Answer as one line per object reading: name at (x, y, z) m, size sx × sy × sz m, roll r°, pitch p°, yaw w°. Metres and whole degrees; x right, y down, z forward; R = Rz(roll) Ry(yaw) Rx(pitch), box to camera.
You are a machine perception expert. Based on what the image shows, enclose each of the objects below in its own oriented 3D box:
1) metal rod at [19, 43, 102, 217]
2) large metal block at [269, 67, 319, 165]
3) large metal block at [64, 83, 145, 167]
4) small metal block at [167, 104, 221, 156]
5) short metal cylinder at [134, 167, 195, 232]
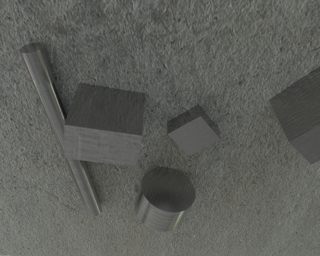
metal rod at (-0.124, 0.027, 0.428) m, size 0.025 × 0.025 × 0.298 m, roll -4°, pitch 130°, yaw 3°
large metal block at (0.185, -0.018, 0.358) m, size 0.080 × 0.080 × 0.050 m, roll -37°, pitch 121°, yaw 27°
large metal block at (-0.063, -0.005, 0.366) m, size 0.081 × 0.080 × 0.050 m, roll 8°, pitch 130°, yaw -7°
small metal block at (0.045, 0.004, 0.411) m, size 0.050 × 0.025 × 0.050 m, roll -30°, pitch 124°, yaw 23°
short metal cylinder at (0.006, 0.105, 0.461) m, size 0.081 × 0.080 × 0.050 m, roll 11°, pitch 129°, yaw -10°
